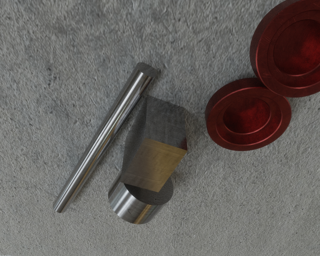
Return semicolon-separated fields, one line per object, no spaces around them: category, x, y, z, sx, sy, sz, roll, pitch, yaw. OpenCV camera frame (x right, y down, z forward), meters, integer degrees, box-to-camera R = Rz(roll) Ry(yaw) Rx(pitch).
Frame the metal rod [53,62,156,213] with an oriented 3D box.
metal rod;-0.091;0.032;0.433;0.025;0.025;0.298;24;126;-19

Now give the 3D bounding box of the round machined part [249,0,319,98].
round machined part;0.140;-0.084;0.318;0.099;0.042;0.097;-2;118;-3

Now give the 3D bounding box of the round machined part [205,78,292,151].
round machined part;0.104;-0.020;0.380;0.099;0.042;0.097;0;131;0

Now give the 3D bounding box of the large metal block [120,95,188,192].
large metal block;-0.009;0.019;0.388;0.050;0.080;0.079;19;128;-15

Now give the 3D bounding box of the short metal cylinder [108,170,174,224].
short metal cylinder;-0.028;0.090;0.448;0.080;0.080;0.050;21;127;-17
